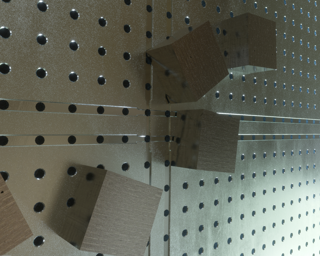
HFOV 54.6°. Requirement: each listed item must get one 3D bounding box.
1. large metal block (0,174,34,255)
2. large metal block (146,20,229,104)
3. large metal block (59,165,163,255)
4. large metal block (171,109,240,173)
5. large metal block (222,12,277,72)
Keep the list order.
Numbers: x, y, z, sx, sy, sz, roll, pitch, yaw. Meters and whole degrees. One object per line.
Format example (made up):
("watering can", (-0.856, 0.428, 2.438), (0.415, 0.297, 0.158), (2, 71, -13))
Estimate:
("large metal block", (-0.167, 0.073, 0.253), (0.081, 0.050, 0.080), (-31, 110, -36))
("large metal block", (0.040, -0.089, 0.425), (0.080, 0.050, 0.080), (-40, 115, -32))
("large metal block", (-0.052, 0.094, 0.348), (0.080, 0.050, 0.080), (28, 73, -37))
("large metal block", (0.067, 0.020, 0.447), (0.081, 0.050, 0.080), (12, 83, -39))
("large metal block", (0.149, -0.137, 0.516), (0.081, 0.050, 0.080), (-3, 92, -40))
